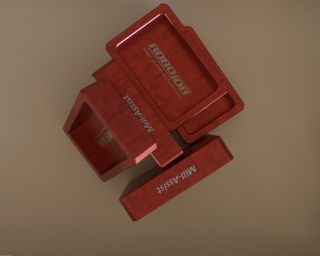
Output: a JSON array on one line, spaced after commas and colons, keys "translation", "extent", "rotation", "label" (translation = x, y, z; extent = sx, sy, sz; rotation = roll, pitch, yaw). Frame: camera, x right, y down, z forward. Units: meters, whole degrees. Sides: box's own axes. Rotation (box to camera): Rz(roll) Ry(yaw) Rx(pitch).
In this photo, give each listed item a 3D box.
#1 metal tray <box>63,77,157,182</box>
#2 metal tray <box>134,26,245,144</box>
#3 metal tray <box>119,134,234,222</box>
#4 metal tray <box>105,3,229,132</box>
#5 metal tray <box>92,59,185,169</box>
[{"translation": [-0.065, 0.010, 0.358], "extent": [0.030, 0.129, 0.090], "rotation": [-37, 91, -31], "label": "metal tray"}, {"translation": [0.037, -0.055, 0.409], "extent": [0.090, 0.030, 0.130], "rotation": [-34, 89, 1], "label": "metal tray"}, {"translation": [0.018, 0.055, 0.378], "extent": [0.130, 0.090, 0.030], "rotation": [-32, 90, 0], "label": "metal tray"}, {"translation": [0.008, -0.071, 0.377], "extent": [0.090, 0.030, 0.130], "rotation": [-36, 90, 0], "label": "metal tray"}, {"translation": [-0.024, -0.015, 0.376], "extent": [0.030, 0.090, 0.130], "rotation": [-37, 90, 0], "label": "metal tray"}]
